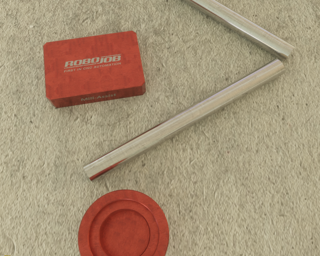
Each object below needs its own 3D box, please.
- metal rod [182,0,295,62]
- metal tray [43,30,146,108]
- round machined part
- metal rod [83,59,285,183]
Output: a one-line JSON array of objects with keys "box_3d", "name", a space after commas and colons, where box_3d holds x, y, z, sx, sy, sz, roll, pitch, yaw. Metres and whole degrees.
[{"box_3d": [0.068, -0.193, 0.479, 0.300, 0.025, 0.025, 35, 74, 11], "name": "metal rod"}, {"box_3d": [-0.091, -0.083, 0.435, 0.131, 0.030, 0.090, -9, 70, -4], "name": "metal tray"}, {"box_3d": [-0.039, 0.122, 0.354, 0.099, 0.042, 0.098, 0, 70, -1], "name": "round machined part"}, {"box_3d": [0.040, -0.015, 0.414, 0.302, 0.025, 0.025, -29, 73, -11], "name": "metal rod"}]
